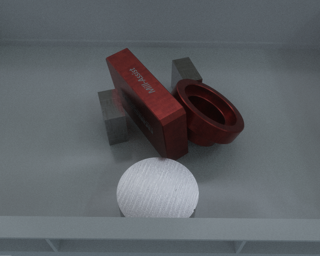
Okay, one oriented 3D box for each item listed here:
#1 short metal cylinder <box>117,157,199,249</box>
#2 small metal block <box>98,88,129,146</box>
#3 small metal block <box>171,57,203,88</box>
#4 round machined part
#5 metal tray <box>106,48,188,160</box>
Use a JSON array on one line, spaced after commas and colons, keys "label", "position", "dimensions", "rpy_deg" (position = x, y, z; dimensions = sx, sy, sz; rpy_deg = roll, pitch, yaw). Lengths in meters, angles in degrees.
[{"label": "short metal cylinder", "position": [-0.002, 0.078, 0.324], "dimensions": [0.081, 0.050, 0.080], "rpy_deg": [0, 50, 0]}, {"label": "small metal block", "position": [-0.060, -0.014, 0.400], "dimensions": [0.025, 0.050, 0.050], "rpy_deg": [-13, 51, -11]}, {"label": "small metal block", "position": [0.037, -0.065, 0.444], "dimensions": [0.025, 0.050, 0.050], "rpy_deg": [-14, 52, -12]}, {"label": "round machined part", "position": [0.053, -0.015, 0.389], "dimensions": [0.099, 0.042, 0.098], "rpy_deg": [24, 33, -16]}, {"label": "metal tray", "position": [-0.016, -0.028, 0.383], "dimensions": [0.030, 0.090, 0.130], "rpy_deg": [-30, 56, -14]}]
